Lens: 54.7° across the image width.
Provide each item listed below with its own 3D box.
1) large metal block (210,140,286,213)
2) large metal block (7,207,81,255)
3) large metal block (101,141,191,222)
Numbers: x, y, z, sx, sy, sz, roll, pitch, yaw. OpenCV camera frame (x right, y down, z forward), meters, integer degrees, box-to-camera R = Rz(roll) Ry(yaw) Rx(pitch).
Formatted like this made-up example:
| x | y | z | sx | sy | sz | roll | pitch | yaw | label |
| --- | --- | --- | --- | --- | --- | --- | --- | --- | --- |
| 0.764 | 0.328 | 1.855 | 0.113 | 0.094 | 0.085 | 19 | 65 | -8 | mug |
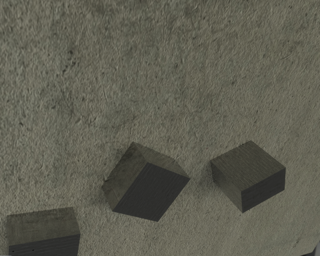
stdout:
| x | y | z | sx | sy | sz | roll | pitch | yaw | label |
| --- | --- | --- | --- | --- | --- | --- | --- | --- | --- |
| 0.138 | 0.075 | 0.493 | 0.081 | 0.080 | 0.050 | -24 | 127 | -14 | large metal block |
| -0.153 | 0.155 | 0.403 | 0.081 | 0.050 | 0.079 | -1 | 119 | -28 | large metal block |
| -0.020 | 0.075 | 0.427 | 0.080 | 0.050 | 0.080 | 27 | 104 | -37 | large metal block |
